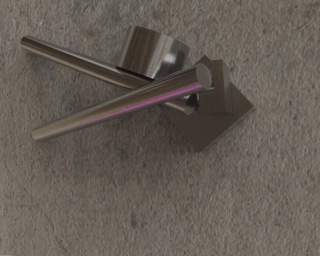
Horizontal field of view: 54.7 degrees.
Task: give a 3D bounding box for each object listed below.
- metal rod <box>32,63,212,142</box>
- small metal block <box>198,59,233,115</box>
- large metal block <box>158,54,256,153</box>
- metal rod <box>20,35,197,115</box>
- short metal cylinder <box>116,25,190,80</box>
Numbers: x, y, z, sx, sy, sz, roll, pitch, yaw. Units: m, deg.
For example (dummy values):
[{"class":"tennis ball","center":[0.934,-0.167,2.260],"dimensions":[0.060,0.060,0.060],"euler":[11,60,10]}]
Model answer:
[{"class":"metal rod","center":[-0.072,-0.019,0.378],"dimensions":[0.300,0.025,0.025],"euler":[-14,85,40]},{"class":"small metal block","center":[0.057,-0.040,0.320],"dimensions":[0.025,0.050,0.050],"euler":[-4,89,20]},{"class":"large metal block","center":[0.057,-0.027,0.375],"dimensions":[0.080,0.050,0.080],"euler":[-43,76,16]},{"class":"metal rod","center":[-0.086,-0.079,0.409],"dimensions":[0.300,0.025,0.025],"euler":[24,98,29]},{"class":"short metal cylinder","center":[-0.009,-0.087,0.385],"dimensions":[0.080,0.080,0.050],"euler":[22,97,18]}]
